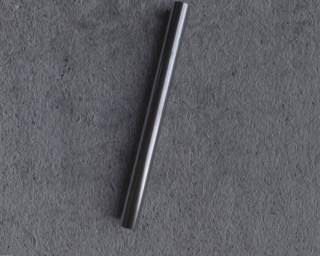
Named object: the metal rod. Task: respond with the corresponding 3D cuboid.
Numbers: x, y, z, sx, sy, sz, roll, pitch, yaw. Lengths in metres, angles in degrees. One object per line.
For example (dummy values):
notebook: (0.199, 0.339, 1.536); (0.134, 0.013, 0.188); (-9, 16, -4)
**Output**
metal rod: (-0.007, -0.016, 0.409); (0.025, 0.025, 0.299); (14, 90, 0)
